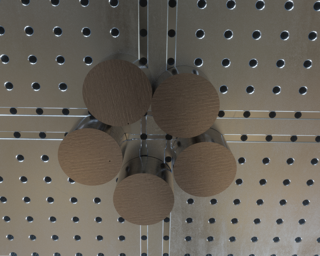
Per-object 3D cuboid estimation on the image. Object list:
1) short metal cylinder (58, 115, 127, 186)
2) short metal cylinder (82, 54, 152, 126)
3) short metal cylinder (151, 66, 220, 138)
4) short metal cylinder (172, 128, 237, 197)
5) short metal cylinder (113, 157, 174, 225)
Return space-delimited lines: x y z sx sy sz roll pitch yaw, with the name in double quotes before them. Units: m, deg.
"short metal cylinder" -0.087 0.029 0.409 0.081 0.050 0.079 0 111 0
"short metal cylinder" -0.049 -0.048 0.381 0.081 0.050 0.079 0 110 -1
"short metal cylinder" 0.030 -0.034 0.387 0.081 0.050 0.079 0 110 0
"short metal cylinder" 0.057 0.045 0.416 0.081 0.050 0.079 0 112 0
"short metal cylinder" -0.021 0.086 0.430 0.081 0.050 0.079 0 110 0
